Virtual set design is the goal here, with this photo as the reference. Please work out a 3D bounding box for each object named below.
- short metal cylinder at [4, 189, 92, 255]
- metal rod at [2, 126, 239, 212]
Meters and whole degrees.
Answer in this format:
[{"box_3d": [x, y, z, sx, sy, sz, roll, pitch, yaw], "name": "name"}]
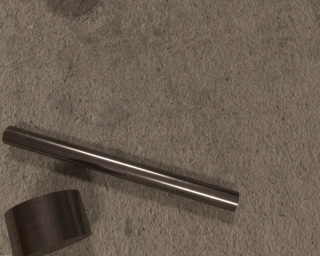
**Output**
[{"box_3d": [-0.121, 0.107, 0.339, 0.080, 0.080, 0.050, -20, 72, -8], "name": "short metal cylinder"}, {"box_3d": [-0.052, 0.049, 0.389, 0.301, 0.025, 0.025, 16, 71, 5], "name": "metal rod"}]
